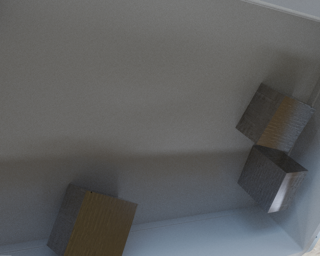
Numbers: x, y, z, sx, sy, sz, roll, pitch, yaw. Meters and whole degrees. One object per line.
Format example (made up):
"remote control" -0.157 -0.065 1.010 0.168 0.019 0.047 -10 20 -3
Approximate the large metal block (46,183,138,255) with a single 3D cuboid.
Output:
"large metal block" -0.086 0.124 0.401 0.080 0.050 0.080 27 75 -37

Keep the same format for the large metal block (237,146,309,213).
"large metal block" 0.188 0.084 0.528 0.050 0.080 0.079 0 119 -28

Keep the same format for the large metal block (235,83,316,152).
"large metal block" 0.179 -0.015 0.481 0.081 0.050 0.080 13 112 -34
